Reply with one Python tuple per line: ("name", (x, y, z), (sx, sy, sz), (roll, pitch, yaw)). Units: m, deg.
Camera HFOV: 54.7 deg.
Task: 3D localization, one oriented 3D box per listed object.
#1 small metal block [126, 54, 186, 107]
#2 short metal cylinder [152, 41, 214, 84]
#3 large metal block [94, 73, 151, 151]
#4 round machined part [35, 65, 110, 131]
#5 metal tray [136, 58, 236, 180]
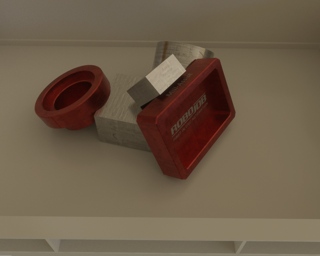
("small metal block", (-0.005, -0.055, 0.366), (0.025, 0.050, 0.050), (51, 59, -10))
("short metal cylinder", (0.031, -0.085, 0.431), (0.080, 0.080, 0.050), (13, 95, 10))
("large metal block", (-0.029, -0.021, 0.404), (0.080, 0.050, 0.080), (11, 51, 9))
("round machined part", (-0.108, -0.035, 0.405), (0.098, 0.042, 0.098), (-16, 42, 15))
("metal tray", (0.038, -0.014, 0.372), (0.030, 0.090, 0.131), (8, 44, 43))
